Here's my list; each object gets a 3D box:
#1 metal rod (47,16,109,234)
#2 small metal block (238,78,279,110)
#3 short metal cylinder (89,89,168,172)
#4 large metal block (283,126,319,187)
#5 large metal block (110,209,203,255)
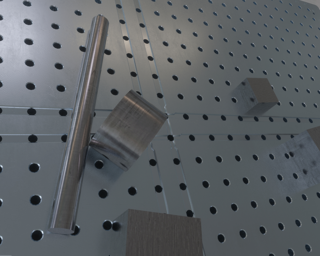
[{"bbox_3d":[-0.091,-0.028,0.376,0.025,0.025,0.299,15,56,-20],"label":"metal rod"},{"bbox_3d":[0.170,-0.059,0.536,0.050,0.025,0.050,-4,64,-30],"label":"small metal block"},{"bbox_3d":[-0.035,0.003,0.352,0.050,0.080,0.080,37,51,-4],"label":"short metal cylinder"},{"bbox_3d":[0.266,0.042,0.510,0.081,0.050,0.080,-11,68,-33],"label":"large metal block"},{"bbox_3d":[-0.004,0.132,0.309,0.081,0.050,0.080,14,56,-21],"label":"large metal block"}]
